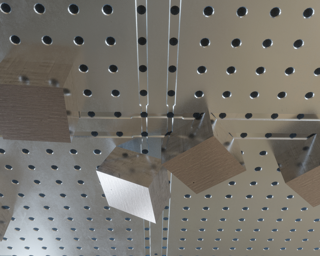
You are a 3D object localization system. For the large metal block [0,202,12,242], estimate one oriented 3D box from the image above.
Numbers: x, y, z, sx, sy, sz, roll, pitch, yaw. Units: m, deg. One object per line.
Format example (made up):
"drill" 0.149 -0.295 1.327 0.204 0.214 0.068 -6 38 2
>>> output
"large metal block" -0.314 0.151 0.521 0.080 0.050 0.080 -8 130 7

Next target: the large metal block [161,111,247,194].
"large metal block" 0.058 0.036 0.426 0.080 0.050 0.080 -32 124 24

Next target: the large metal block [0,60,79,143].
"large metal block" -0.145 -0.031 0.368 0.080 0.050 0.080 3 130 -3

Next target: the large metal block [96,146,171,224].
"large metal block" -0.035 0.081 0.443 0.080 0.050 0.080 14 135 24

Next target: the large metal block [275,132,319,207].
"large metal block" 0.230 0.060 0.448 0.080 0.050 0.080 37 121 -27
